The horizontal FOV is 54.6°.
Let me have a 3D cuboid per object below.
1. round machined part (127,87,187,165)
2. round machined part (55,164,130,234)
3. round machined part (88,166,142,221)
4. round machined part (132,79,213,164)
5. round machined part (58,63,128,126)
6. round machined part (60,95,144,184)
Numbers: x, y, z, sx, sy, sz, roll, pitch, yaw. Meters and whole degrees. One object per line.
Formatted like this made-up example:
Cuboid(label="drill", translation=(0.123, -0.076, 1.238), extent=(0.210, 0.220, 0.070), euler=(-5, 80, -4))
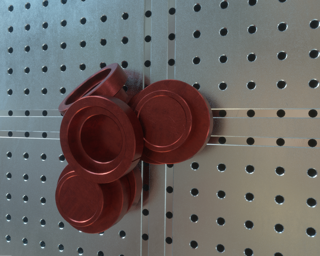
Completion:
Cuboid(label="round machined part", translation=(-0.004, -0.003, 0.383), extent=(0.098, 0.042, 0.097), euler=(0, 90, 20))
Cuboid(label="round machined part", translation=(-0.091, 0.085, 0.391), extent=(0.098, 0.042, 0.097), euler=(0, 90, 20))
Cuboid(label="round machined part", translation=(-0.077, 0.075, 0.409), extent=(0.098, 0.042, 0.097), euler=(0, 90, 20))
Cuboid(label="round machined part", translation=(0.008, -0.007, 0.355), extent=(0.098, 0.042, 0.097), euler=(0, 89, 20))
Cuboid(label="round machined part", translation=(-0.082, -0.040, 0.413), extent=(0.098, 0.098, 0.042), euler=(-29, 116, 17))
Cuboid(label="round machined part", translation=(-0.062, 0.011, 0.358), extent=(0.098, 0.042, 0.097), euler=(4, 99, 22))
